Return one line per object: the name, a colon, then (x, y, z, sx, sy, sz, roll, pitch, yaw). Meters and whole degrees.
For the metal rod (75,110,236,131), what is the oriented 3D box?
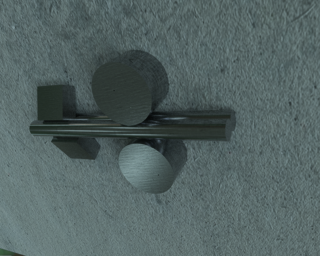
metal rod: (-0.048, -0.010, 0.428, 0.300, 0.025, 0.025, 0, 119, 28)

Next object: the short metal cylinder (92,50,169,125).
short metal cylinder: (-0.035, -0.050, 0.380, 0.080, 0.050, 0.079, 13, 124, 21)

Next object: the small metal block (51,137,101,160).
small metal block: (-0.129, 0.025, 0.479, 0.050, 0.025, 0.050, 0, 145, 27)

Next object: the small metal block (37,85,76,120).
small metal block: (-0.152, -0.036, 0.454, 0.050, 0.025, 0.050, 0, 91, 28)

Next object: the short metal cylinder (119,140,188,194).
short metal cylinder: (-0.009, 0.042, 0.423, 0.080, 0.050, 0.079, 13, 124, 21)

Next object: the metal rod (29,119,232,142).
metal rod: (-0.058, 0.001, 0.408, 0.300, 0.025, 0.025, 0, 119, 28)
